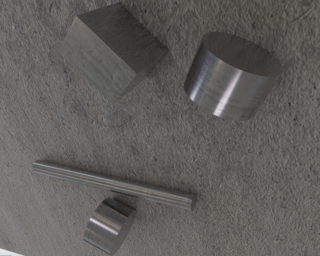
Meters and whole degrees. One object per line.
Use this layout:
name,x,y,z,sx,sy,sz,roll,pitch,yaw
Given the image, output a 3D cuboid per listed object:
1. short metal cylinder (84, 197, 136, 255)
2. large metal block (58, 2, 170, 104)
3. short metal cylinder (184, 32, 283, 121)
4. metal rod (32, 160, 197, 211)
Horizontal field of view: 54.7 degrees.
short metal cylinder,-0.082,0.163,0.515,0.050,0.080,0.079,24,127,13
large metal block,-0.048,-0.086,0.344,0.080,0.080,0.050,44,129,-2
short metal cylinder,0.069,-0.052,0.303,0.080,0.080,0.050,29,128,10
metal rod,-0.087,0.089,0.507,0.301,0.025,0.025,8,122,24
